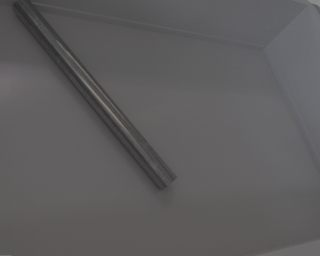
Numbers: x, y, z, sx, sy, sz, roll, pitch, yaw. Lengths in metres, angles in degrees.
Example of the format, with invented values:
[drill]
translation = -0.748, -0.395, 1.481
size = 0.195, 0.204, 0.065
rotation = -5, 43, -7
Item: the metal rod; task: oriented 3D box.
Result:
[metal rod]
translation = -0.085, -0.047, 0.387
size = 0.025, 0.025, 0.300
rotation = -35, 81, -38
